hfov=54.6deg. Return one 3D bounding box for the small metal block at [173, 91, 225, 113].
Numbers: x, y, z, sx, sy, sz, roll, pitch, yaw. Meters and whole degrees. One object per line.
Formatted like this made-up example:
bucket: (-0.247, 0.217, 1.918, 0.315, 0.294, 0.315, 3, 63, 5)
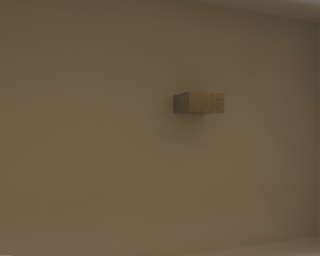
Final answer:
small metal block: (0.051, -0.033, 0.416, 0.050, 0.050, 0.025, 1, 90, -20)
